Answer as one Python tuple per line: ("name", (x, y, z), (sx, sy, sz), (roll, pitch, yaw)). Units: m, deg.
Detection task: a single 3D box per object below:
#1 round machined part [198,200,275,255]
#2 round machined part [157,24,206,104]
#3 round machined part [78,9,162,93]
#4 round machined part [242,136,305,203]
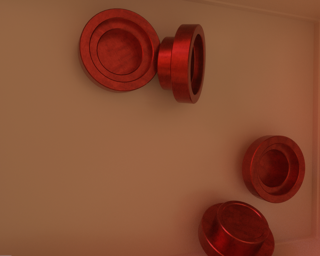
("round machined part", (0.103, 0.135, 0.409), (0.099, 0.098, 0.042), (-1, 126, -20))
("round machined part", (0.027, -0.081, 0.394), (0.042, 0.098, 0.097), (6, 88, 18))
("round machined part", (-0.051, -0.092, 0.383), (0.099, 0.042, 0.097), (0, 90, -21))
("round machined part", (0.164, 0.059, 0.464), (0.099, 0.042, 0.097), (0, 90, -21))
